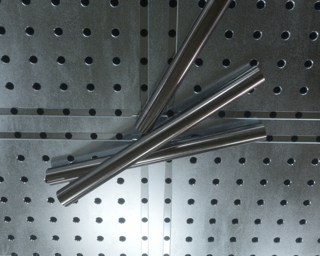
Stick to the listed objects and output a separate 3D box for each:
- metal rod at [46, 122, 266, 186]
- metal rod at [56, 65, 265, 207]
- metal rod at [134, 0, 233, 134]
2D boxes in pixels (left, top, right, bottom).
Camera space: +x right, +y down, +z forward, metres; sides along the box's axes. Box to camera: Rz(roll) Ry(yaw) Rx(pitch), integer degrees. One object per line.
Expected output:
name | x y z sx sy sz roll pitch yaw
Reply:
metal rod | -0.008 0.036 0.426 0.301 0.025 0.025 -13 110 4
metal rod | -0.002 0.012 0.399 0.300 0.025 0.025 -33 107 4
metal rod | 0.052 -0.120 0.369 0.025 0.025 0.299 29 107 -10
